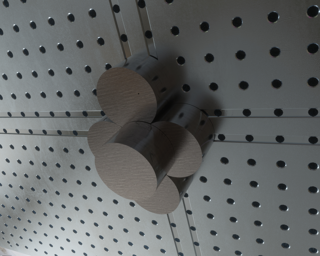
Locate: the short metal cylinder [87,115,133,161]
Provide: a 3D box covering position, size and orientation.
[{"bbox_3d":[-0.053,0.014,0.432,0.080,0.050,0.079,13,124,21],"label":"short metal cylinder"}]

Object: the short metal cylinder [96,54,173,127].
[{"bbox_3d":[-0.030,-0.045,0.383,0.080,0.050,0.079,13,124,20],"label":"short metal cylinder"}]

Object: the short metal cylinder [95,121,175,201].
[{"bbox_3d":[-0.029,0.039,0.369,0.080,0.050,0.079,13,124,21],"label":"short metal cylinder"}]

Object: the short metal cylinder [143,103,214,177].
[{"bbox_3d":[0.023,0.015,0.392,0.080,0.050,0.079,13,124,21],"label":"short metal cylinder"}]

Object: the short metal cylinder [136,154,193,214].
[{"bbox_3d":[0.000,0.075,0.441,0.080,0.050,0.079,12,122,21],"label":"short metal cylinder"}]
